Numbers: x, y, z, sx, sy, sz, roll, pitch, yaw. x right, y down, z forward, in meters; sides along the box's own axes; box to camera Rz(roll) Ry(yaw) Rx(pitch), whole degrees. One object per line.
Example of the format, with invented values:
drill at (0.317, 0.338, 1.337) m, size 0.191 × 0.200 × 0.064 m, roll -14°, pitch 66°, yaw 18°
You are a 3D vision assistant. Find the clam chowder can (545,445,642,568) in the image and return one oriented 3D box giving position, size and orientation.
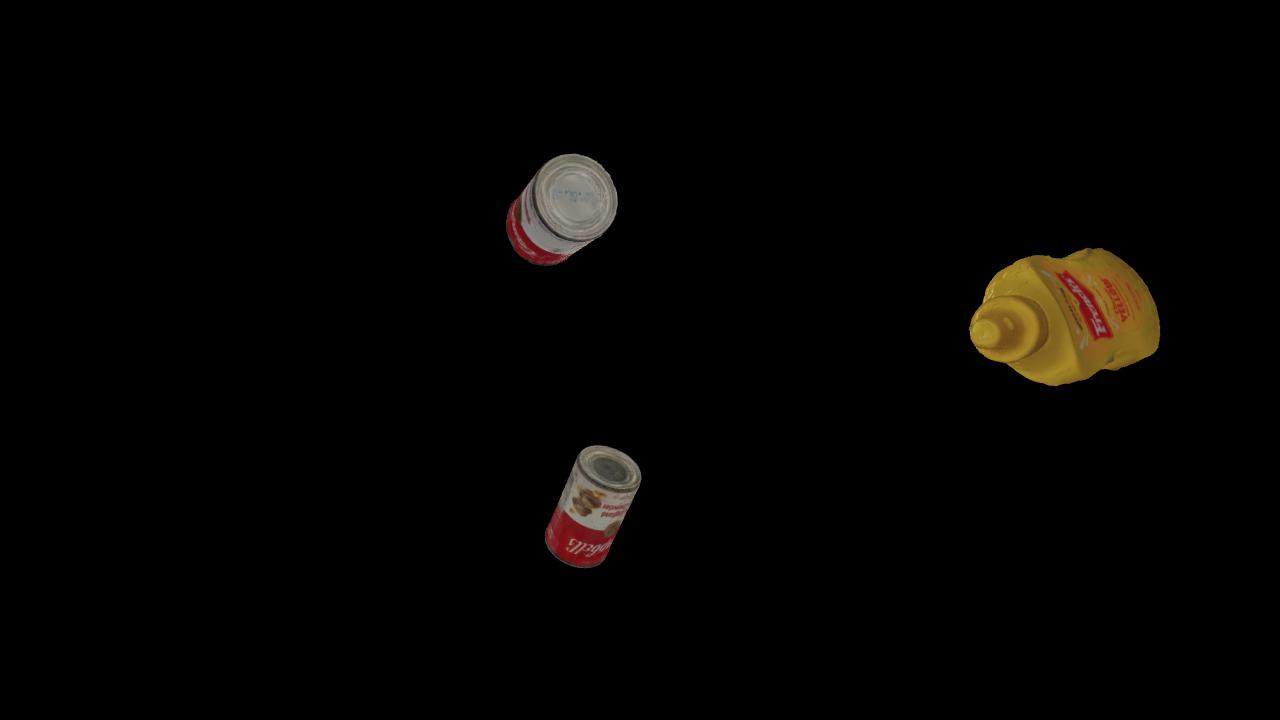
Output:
clam chowder can at (-0.046, 0.143, 0.606) m, size 0.068 × 0.102 × 0.068 m, roll 19°, pitch 23°, yaw -9°

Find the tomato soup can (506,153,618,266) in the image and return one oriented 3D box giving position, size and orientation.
tomato soup can at (-0.065, -0.118, 0.498) m, size 0.068 × 0.068 × 0.101 m, roll 0°, pitch -2°, yaw -24°

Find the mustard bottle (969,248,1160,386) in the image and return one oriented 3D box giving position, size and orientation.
mustard bottle at (0.284, -0.028, 0.422) m, size 0.184 × 0.092 × 0.054 m, roll -9°, pitch -10°, yaw -32°
